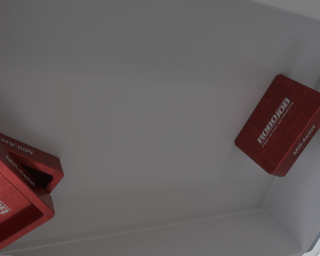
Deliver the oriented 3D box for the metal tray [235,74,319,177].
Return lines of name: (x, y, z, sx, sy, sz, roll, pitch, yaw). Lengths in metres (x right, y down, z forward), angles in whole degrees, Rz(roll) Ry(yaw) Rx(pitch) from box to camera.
metal tray: (0.179, -0.005, 0.461, 0.030, 0.090, 0.129, 18, 109, -35)

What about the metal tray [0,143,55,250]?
metal tray: (-0.180, 0.067, 0.308, 0.090, 0.030, 0.130, -31, 129, -8)

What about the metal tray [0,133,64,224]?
metal tray: (-0.186, 0.052, 0.335, 0.130, 0.030, 0.090, 33, 100, -39)
